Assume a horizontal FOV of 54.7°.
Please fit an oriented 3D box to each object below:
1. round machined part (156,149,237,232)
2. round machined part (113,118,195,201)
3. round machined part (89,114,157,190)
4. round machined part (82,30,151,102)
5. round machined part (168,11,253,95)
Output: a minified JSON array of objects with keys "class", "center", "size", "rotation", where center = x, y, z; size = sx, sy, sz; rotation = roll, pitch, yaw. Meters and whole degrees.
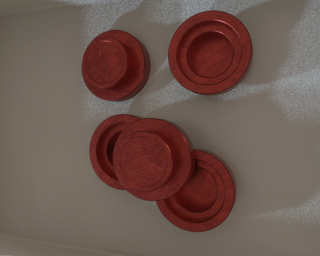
[{"class":"round machined part","center":[0.045,0.074,0.385],"size":[0.098,0.042,0.097],"rotation":[0,90,20]},{"class":"round machined part","center":[-0.012,0.037,0.361],"size":[0.098,0.042,0.097],"rotation":[0,90,20]},{"class":"round machined part","center":[-0.041,0.031,0.416],"size":[0.098,0.042,0.097],"rotation":[0,90,20]},{"class":"round machined part","center":[-0.066,-0.086,0.425],"size":[0.098,0.042,0.097],"rotation":[0,90,20]},{"class":"round machined part","center":[0.063,-0.088,0.379],"size":[0.098,0.042,0.097],"rotation":[0,90,20]}]
